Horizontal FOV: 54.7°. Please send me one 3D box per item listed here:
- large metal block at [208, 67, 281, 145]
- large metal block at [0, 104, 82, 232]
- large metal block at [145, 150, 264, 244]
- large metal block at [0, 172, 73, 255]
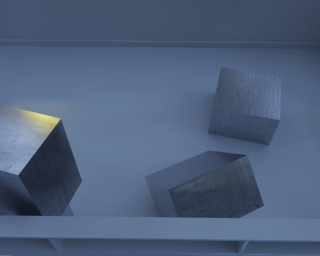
[{"bbox_3d":[0.113,-0.031,0.415,0.080,0.050,0.080,12,51,9],"label":"large metal block"},{"bbox_3d":[-0.116,0.029,0.239,0.080,0.080,0.050,13,49,12],"label":"large metal block"},{"bbox_3d":[0.040,0.062,0.309,0.081,0.080,0.050,-20,95,-16],"label":"large metal block"},{"bbox_3d":[-0.135,0.086,0.294,0.081,0.080,0.050,-1,47,-1],"label":"large metal block"}]
